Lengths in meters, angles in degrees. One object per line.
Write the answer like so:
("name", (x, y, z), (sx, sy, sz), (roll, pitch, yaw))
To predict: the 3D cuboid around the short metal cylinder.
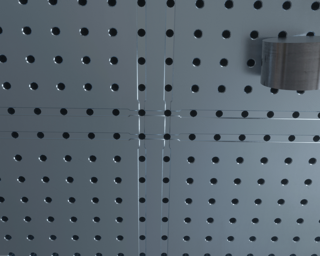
("short metal cylinder", (0.159, -0.077, 0.358), (0.081, 0.080, 0.050), (-3, 110, 1))
